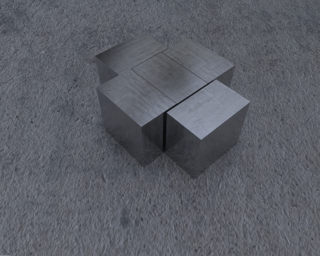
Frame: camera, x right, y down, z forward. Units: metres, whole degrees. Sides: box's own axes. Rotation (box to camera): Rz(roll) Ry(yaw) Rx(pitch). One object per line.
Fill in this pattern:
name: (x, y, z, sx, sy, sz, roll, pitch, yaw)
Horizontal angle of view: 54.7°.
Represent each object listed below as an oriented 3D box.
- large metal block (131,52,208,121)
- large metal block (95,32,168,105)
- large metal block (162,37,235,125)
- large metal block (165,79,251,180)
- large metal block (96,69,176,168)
large metal block: (0.010, -0.037, 0.401, 0.050, 0.080, 0.080, -35, 59, -26)
large metal block: (-0.036, -0.073, 0.430, 0.080, 0.080, 0.050, -35, 59, -26)
large metal block: (0.048, -0.063, 0.423, 0.050, 0.080, 0.080, -35, 59, -26)
large metal block: (0.054, 0.002, 0.368, 0.080, 0.080, 0.050, -35, 59, -26)
large metal block: (-0.028, -0.011, 0.379, 0.050, 0.080, 0.080, -35, 59, -26)
